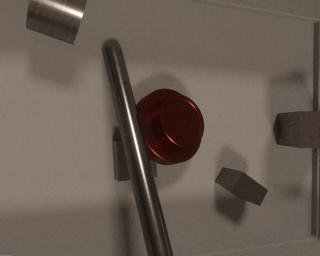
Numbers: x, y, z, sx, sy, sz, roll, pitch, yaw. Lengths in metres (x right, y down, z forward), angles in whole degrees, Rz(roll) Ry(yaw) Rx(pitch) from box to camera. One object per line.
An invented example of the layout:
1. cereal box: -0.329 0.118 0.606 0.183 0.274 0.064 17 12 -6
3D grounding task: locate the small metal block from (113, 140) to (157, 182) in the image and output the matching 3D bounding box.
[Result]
1. small metal block: -0.033 0.039 0.399 0.050 0.025 0.050 -3 91 -20

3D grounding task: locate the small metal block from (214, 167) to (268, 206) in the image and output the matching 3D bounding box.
1. small metal block: 0.115 0.082 0.442 0.050 0.050 0.025 35 79 -17

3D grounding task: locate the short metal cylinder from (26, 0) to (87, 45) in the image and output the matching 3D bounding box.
1. short metal cylinder: -0.109 -0.139 0.341 0.050 0.080 0.080 16 85 -20

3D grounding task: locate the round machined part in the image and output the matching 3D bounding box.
1. round machined part: 0.017 -0.004 0.392 0.099 0.042 0.098 12 69 -33

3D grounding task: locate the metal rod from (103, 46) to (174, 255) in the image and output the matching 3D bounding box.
1. metal rod: -0.023 0.040 0.341 0.025 0.025 0.299 -8 69 -20

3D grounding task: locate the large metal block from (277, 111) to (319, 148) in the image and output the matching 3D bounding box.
1. large metal block: 0.228 0.002 0.456 0.081 0.080 0.050 1 90 -1
